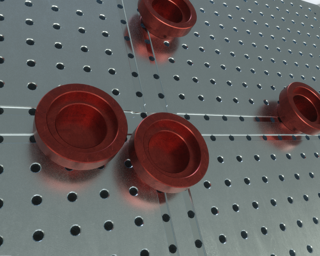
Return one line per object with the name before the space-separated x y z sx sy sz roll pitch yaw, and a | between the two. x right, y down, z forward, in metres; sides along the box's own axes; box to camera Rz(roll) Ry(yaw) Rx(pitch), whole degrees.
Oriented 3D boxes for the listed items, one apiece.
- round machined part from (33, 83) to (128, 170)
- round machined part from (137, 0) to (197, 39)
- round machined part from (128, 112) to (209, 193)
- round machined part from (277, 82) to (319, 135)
round machined part | -0.090 0.002 0.348 0.099 0.042 0.098 13 56 -21
round machined part | 0.008 -0.188 0.515 0.099 0.042 0.098 13 56 -21
round machined part | 0.007 0.033 0.381 0.099 0.042 0.098 14 56 -21
round machined part | 0.249 -0.030 0.548 0.099 0.042 0.098 13 56 -21
